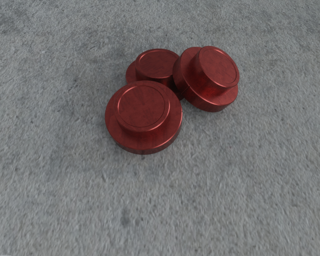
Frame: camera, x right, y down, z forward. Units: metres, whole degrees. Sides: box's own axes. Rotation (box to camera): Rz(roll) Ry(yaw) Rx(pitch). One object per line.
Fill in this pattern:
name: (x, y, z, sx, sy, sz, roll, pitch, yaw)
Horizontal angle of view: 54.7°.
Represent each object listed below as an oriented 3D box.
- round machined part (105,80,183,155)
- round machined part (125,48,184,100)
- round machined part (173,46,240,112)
round machined part: (-0.021, -0.019, 0.390, 0.099, 0.042, 0.098, -1, 67, 3)
round machined part: (-0.002, -0.082, 0.461, 0.099, 0.042, 0.098, 0, 50, 0)
round machined part: (0.070, -0.074, 0.428, 0.099, 0.042, 0.098, 15, 56, -24)
